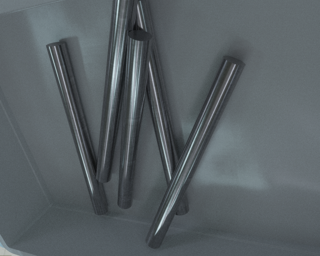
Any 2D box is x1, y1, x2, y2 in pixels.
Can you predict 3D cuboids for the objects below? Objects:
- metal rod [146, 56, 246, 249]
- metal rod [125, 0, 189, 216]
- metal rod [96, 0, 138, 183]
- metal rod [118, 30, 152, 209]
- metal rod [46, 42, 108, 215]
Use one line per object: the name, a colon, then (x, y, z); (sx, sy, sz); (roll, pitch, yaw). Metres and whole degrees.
metal rod: (0.034, 0.051, 0.398); (0.025, 0.025, 0.298); (27, 120, 11)
metal rod: (0.003, -0.007, 0.402); (0.025, 0.025, 0.298); (2, 120, 27)
metal rod: (-0.063, -0.027, 0.407); (0.025, 0.025, 0.298); (26, 133, 12)
metal rod: (-0.039, 0.014, 0.418); (0.025, 0.025, 0.298); (23, 133, 14)
metal rod: (-0.122, 0.018, 0.484); (0.025, 0.025, 0.298); (7, 122, 24)
